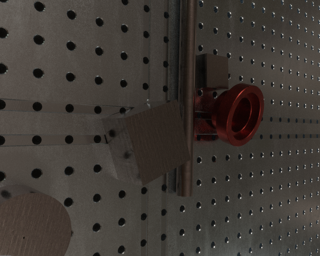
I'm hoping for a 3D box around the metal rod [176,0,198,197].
[{"bbox_3d":[0.038,-0.054,0.443,0.025,0.025,0.298,2,89,-40],"label":"metal rod"}]

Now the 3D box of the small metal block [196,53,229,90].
[{"bbox_3d":[0.080,-0.085,0.479,0.050,0.025,0.050,-2,91,-40],"label":"small metal block"}]

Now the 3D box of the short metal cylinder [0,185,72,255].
[{"bbox_3d":[-0.130,0.096,0.285,0.081,0.050,0.079,0,90,-40],"label":"short metal cylinder"}]

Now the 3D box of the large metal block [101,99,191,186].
[{"bbox_3d":[-0.015,0.015,0.382,0.081,0.050,0.079,-23,105,-38],"label":"large metal block"}]

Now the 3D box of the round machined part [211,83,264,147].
[{"bbox_3d":[0.119,-0.023,0.489,0.099,0.042,0.097,-19,120,-38],"label":"round machined part"}]
